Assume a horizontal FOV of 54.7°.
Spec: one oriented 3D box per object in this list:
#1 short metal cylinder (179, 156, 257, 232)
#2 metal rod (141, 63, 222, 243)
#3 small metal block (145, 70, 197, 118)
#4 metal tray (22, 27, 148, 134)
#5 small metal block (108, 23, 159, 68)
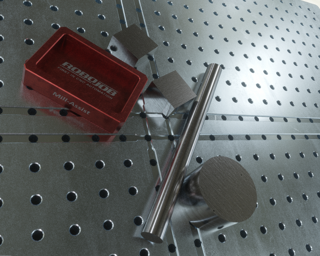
[{"bbox_3d":[0.070,0.081,0.380,0.081,0.050,0.080,14,56,-21],"label":"short metal cylinder"},{"bbox_3d":[0.041,0.010,0.423,0.025,0.025,0.301,31,52,-8],"label":"metal rod"},{"bbox_3d":[0.016,-0.050,0.447,0.050,0.025,0.050,-32,80,-38],"label":"small metal block"},{"bbox_3d":[-0.090,-0.062,0.393,0.130,0.030,0.090,30,52,-9],"label":"metal tray"},{"bbox_3d":[-0.040,-0.121,0.461,0.050,0.025,0.050,44,51,2],"label":"small metal block"}]
